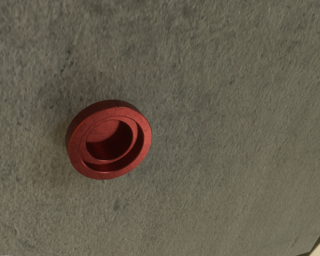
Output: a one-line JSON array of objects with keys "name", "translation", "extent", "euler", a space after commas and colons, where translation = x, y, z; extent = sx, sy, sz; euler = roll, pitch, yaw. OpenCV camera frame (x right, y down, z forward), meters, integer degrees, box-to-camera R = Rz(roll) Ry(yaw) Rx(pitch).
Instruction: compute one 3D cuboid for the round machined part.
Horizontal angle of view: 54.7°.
[{"name": "round machined part", "translation": [-0.063, 0.010, 0.369], "extent": [0.099, 0.042, 0.097], "euler": [-14, 125, -21]}]
